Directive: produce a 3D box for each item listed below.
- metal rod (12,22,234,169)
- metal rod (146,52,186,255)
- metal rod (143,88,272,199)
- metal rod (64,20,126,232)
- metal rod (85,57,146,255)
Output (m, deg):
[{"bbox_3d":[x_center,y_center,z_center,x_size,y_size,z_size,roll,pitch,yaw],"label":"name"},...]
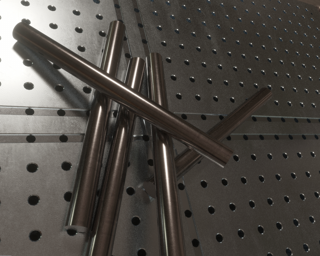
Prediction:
[{"bbox_3d":[-0.049,-0.043,0.370,0.301,0.025,0.025,32,50,7],"label":"metal rod"},{"bbox_3d":[0.002,0.013,0.378,0.025,0.025,0.300,13,49,-22],"label":"metal rod"},{"bbox_3d":[0.088,0.006,0.453,0.302,0.025,0.025,-34,81,-38],"label":"metal rod"},{"bbox_3d":[-0.073,-0.026,0.385,0.025,0.025,0.300,17,55,-19],"label":"metal rod"},{"bbox_3d":[-0.048,0.030,0.365,0.025,0.025,0.300,19,54,-17],"label":"metal rod"}]
